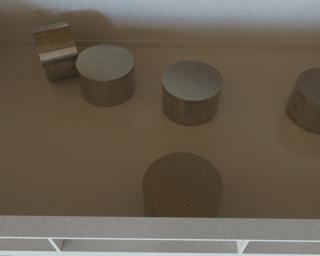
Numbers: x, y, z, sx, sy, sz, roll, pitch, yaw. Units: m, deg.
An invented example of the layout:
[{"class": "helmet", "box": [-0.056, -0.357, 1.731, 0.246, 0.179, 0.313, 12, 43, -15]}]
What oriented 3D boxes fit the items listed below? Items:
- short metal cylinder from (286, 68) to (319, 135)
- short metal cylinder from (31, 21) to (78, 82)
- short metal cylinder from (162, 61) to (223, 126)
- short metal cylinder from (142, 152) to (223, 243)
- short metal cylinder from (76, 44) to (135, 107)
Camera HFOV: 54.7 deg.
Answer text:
[{"class": "short metal cylinder", "box": [0.220, -0.037, 0.421, 0.080, 0.050, 0.080, 0, 50, 0]}, {"class": "short metal cylinder", "box": [-0.154, -0.115, 0.465, 0.050, 0.080, 0.080, -18, 53, -14]}, {"class": "short metal cylinder", "box": [0.043, -0.049, 0.430, 0.080, 0.050, 0.080, 0, 50, 0]}, {"class": "short metal cylinder", "box": [0.023, 0.073, 0.328, 0.080, 0.050, 0.080, 0, 50, 0]}, {"class": "short metal cylinder", "box": [-0.077, -0.077, 0.451, 0.081, 0.050, 0.080, 2, 51, -2]}]
